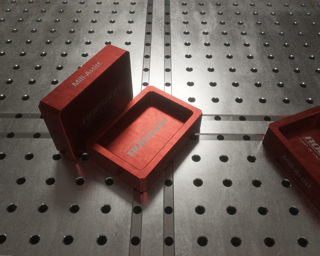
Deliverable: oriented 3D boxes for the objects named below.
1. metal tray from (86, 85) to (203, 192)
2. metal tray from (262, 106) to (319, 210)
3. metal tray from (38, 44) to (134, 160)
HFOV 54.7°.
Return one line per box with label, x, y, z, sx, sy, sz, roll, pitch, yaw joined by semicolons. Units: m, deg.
metal tray;-0.017;0.007;0.397;0.090;0.030;0.131;29;56;22
metal tray;0.201;0.037;0.375;0.091;0.030;0.130;-19;53;-16
metal tray;-0.085;-0.034;0.393;0.030;0.089;0.130;25;54;19
